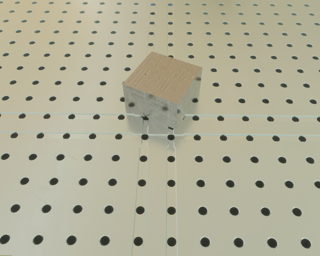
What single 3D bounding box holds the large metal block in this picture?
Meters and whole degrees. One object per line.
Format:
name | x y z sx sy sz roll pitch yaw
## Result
large metal block | 0.005 -0.055 0.438 0.080 0.050 0.080 22 53 17
